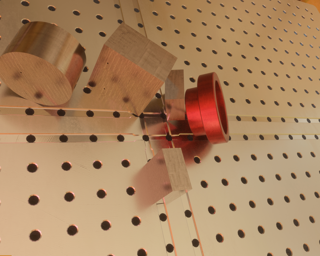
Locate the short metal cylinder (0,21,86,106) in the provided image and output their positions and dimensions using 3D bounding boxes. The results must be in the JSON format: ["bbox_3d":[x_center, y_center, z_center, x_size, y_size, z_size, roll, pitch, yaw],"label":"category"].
[{"bbox_3d":[-0.130,-0.070,0.346,0.080,0.080,0.050,23,53,-15],"label":"short metal cylinder"}]

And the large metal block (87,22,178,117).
[{"bbox_3d":[-0.037,-0.072,0.398,0.080,0.080,0.050,32,52,-8],"label":"large metal block"}]

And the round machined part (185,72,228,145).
[{"bbox_3d":[0.064,-0.025,0.427,0.098,0.042,0.097,-11,90,-71],"label":"round machined part"}]

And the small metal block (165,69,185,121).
[{"bbox_3d":[0.021,-0.045,0.429,0.025,0.050,0.050,-2,58,4],"label":"small metal block"}]

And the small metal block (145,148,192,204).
[{"bbox_3d":[0.008,0.057,0.364,0.025,0.050,0.050,0,62,-29],"label":"small metal block"}]
